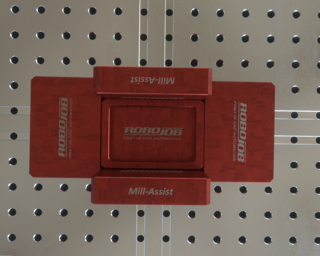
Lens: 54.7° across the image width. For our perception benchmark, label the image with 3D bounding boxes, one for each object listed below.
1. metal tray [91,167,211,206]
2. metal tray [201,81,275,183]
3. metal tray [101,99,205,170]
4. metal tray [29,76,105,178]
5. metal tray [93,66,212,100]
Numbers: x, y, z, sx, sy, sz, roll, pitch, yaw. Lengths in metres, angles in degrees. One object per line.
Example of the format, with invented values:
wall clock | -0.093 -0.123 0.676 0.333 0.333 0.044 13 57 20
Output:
metal tray | -0.010 0.068 0.379 0.131 0.090 0.030 1 90 -1
metal tray | 0.102 0.005 0.410 0.091 0.030 0.129 1 90 -2
metal tray | -0.009 0.008 0.408 0.131 0.030 0.089 1 90 -1
metal tray | -0.120 -0.001 0.409 0.091 0.030 0.129 1 90 -1
metal tray | -0.008 -0.052 0.381 0.131 0.090 0.030 1 90 -1
